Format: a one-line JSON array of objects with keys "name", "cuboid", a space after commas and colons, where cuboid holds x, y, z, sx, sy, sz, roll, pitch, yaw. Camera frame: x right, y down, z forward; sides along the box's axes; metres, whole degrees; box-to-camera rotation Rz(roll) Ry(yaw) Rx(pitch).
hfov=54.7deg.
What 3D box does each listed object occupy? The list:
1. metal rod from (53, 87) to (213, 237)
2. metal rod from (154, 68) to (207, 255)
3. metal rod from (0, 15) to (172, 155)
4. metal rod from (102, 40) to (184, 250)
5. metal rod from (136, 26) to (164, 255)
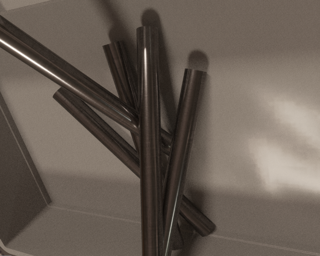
[{"name": "metal rod", "cuboid": [-0.038, 0.050, 0.457, 0.300, 0.025, 0.025, 43, 129, -3]}, {"name": "metal rod", "cuboid": [0.015, 0.080, 0.372, 0.025, 0.025, 0.298, 13, 99, 20]}, {"name": "metal rod", "cuboid": [-0.075, -0.039, 0.338, 0.025, 0.025, 0.301, -28, 131, 37]}, {"name": "metal rod", "cuboid": [-0.017, 0.035, 0.416, 0.025, 0.025, 0.298, -7, 109, 31]}, {"name": "metal rod", "cuboid": [-0.011, 0.038, 0.354, 0.025, 0.025, 0.298, 0, 92, 28]}]
